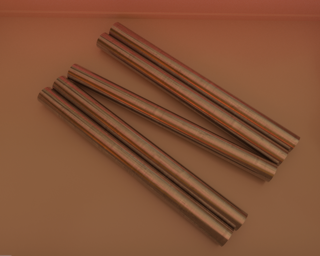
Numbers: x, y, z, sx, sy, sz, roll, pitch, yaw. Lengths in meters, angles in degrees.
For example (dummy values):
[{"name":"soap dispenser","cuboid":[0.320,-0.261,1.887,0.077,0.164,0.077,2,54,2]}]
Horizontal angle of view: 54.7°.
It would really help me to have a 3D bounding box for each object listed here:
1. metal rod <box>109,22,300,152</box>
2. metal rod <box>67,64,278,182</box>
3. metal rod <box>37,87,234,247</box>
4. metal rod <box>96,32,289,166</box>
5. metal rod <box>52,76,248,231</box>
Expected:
[{"name":"metal rod","cuboid":[0.053,-0.062,0.431,0.300,0.025,0.025,35,74,12]},{"name":"metal rod","cuboid":[0.009,-0.011,0.412,0.301,0.025,0.025,27,72,9]},{"name":"metal rod","cuboid":[-0.039,0.041,0.393,0.300,0.025,0.025,36,74,12]},{"name":"metal rod","cuboid":[0.036,-0.045,0.425,0.300,0.025,0.025,35,74,12]},{"name":"metal rod","cuboid":[-0.021,0.025,0.399,0.300,0.025,0.025,36,74,12]}]
